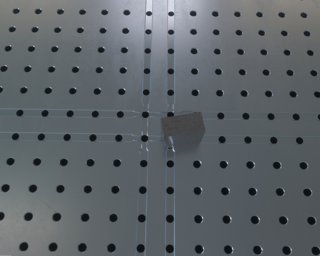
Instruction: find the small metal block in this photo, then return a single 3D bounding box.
[{"bbox_3d":[0.028,0.004,0.397,0.050,0.050,0.025,-9,71,-3],"label":"small metal block"}]
